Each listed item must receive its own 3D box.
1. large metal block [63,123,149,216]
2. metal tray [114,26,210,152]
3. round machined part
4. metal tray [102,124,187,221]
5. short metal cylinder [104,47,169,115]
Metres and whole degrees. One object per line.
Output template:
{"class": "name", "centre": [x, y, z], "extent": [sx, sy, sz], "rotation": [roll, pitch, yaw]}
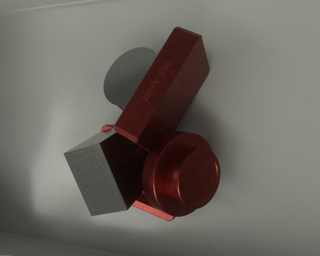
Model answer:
{"class": "large metal block", "centre": [-0.057, 0.047, 0.374], "extent": [0.050, 0.080, 0.080], "rotation": [-16, 101, 25]}
{"class": "metal tray", "centre": [0.008, -0.036, 0.354], "extent": [0.030, 0.090, 0.130], "rotation": [28, 84, 20]}
{"class": "round machined part", "centre": [0.031, 0.054, 0.355], "extent": [0.042, 0.099, 0.097], "rotation": [8, 93, 50]}
{"class": "metal tray", "centre": [-0.026, 0.056, 0.413], "extent": [0.130, 0.030, 0.089], "rotation": [18, 96, 19]}
{"class": "short metal cylinder", "centre": [-0.023, -0.053, 0.387], "extent": [0.080, 0.050, 0.080], "rotation": [-13, 61, 26]}
